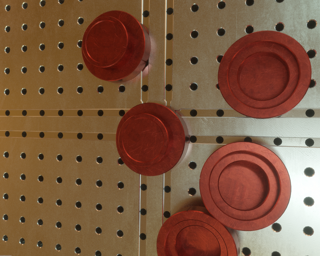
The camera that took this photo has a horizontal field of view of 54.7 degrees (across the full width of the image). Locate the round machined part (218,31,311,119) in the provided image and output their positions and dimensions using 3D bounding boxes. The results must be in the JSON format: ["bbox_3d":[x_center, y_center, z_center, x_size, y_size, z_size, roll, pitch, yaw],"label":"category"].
[{"bbox_3d":[0.120,-0.059,0.361,0.098,0.042,0.097,0,90,19],"label":"round machined part"}]

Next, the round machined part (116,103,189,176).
[{"bbox_3d":[-0.015,0.015,0.408,0.098,0.042,0.097,0,90,19],"label":"round machined part"}]

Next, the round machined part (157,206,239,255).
[{"bbox_3d":[0.049,0.145,0.385,0.098,0.042,0.097,1,92,21],"label":"round machined part"}]

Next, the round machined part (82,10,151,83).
[{"bbox_3d":[-0.066,-0.113,0.426,0.098,0.042,0.097,0,90,19],"label":"round machined part"}]

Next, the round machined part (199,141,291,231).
[{"bbox_3d":[0.096,0.067,0.361,0.098,0.042,0.098,-2,77,9],"label":"round machined part"}]
